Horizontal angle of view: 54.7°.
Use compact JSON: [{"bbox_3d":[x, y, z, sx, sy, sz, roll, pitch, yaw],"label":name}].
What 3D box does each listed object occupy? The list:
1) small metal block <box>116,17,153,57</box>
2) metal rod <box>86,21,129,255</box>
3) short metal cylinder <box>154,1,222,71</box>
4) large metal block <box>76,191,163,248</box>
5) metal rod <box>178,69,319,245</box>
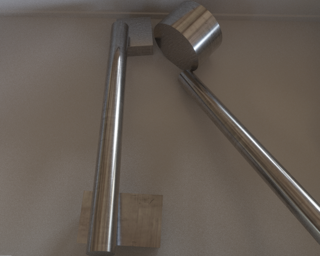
[{"bbox_3d":[-0.037,-0.135,0.458,0.050,0.025,0.050,-4,70,-2],"label":"small metal block"},{"bbox_3d":[-0.054,-0.015,0.351,0.025,0.025,0.299,-1,56,-1],"label":"metal rod"},{"bbox_3d":[0.038,-0.125,0.427,0.080,0.080,0.050,40,75,13],"label":"short metal cylinder"},{"bbox_3d":[-0.039,0.102,0.343,0.081,0.080,0.050,3,70,1],"label":"large metal block"},{"bbox_3d":[0.103,0.025,0.345,0.025,0.025,0.300,-27,51,-10],"label":"metal rod"}]
